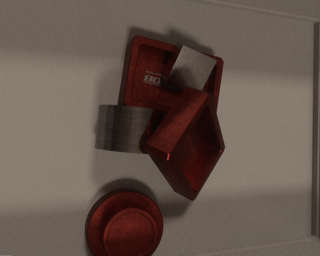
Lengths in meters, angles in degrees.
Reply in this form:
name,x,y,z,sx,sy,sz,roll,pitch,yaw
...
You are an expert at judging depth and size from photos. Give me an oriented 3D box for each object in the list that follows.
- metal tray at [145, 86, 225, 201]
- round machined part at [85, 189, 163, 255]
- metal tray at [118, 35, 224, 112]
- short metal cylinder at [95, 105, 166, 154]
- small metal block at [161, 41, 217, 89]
name,x,y,z,sx,sy,sz,roll,pitch,yaw
metal tray,0.038,0.024,0.376,0.090,0.030,0.130,-55,147,-19
round machined part,-0.041,0.128,0.387,0.099,0.042,0.097,0,90,-21
metal tray,0.016,-0.062,0.414,0.131,0.030,0.089,9,87,-20
short metal cylinder,-0.035,0.002,0.369,0.081,0.080,0.050,6,88,-20
small metal block,0.037,-0.076,0.400,0.050,0.025,0.050,18,109,-23
